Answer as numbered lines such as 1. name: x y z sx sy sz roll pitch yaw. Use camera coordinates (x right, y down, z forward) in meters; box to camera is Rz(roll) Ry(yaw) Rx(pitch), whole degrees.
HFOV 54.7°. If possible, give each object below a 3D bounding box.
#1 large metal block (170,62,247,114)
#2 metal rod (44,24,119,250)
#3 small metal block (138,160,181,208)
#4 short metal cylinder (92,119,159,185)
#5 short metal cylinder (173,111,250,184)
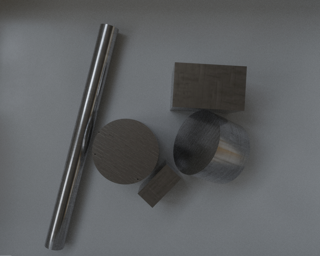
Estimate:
1. large metal block: 0.055 -0.046 0.385 0.081 0.080 0.050 3 90 -1
2. metal rod: -0.103 0.012 0.410 0.025 0.025 0.298 14 90 -1
3. small metal block: -0.001 0.070 0.399 0.025 0.050 0.050 44 90 -1
4. short metal cylinder: -0.042 0.028 0.398 0.081 0.050 0.079 0 90 -1
5. short metal cylinder: 0.061 0.024 0.378 0.050 0.080 0.080 21 90 -32
